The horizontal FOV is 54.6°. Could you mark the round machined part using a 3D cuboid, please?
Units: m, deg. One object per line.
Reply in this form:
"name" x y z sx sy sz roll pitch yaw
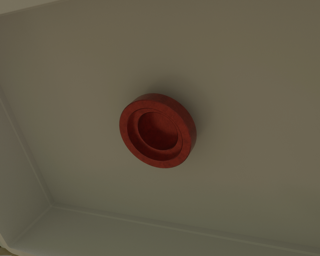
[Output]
"round machined part" 0.001 0.000 0.398 0.098 0.042 0.097 13 124 21
